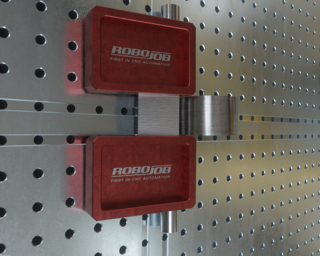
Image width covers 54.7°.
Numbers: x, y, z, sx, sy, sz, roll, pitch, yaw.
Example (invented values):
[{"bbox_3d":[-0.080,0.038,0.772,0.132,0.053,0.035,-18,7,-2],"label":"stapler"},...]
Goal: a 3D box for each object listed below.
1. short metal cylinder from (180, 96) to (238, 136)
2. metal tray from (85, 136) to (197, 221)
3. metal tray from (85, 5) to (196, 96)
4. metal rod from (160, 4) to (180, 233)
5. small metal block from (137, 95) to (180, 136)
[{"bbox_3d":[0.065,-0.016,0.424,0.081,0.080,0.050,0,90,-40],"label":"short metal cylinder"},{"bbox_3d":[-0.019,0.054,0.367,0.131,0.030,0.089,0,90,-28],"label":"metal tray"},{"bbox_3d":[-0.020,-0.085,0.366,0.131,0.030,0.089,0,90,-28],"label":"metal tray"},{"bbox_3d":[0.013,-0.013,0.415,0.025,0.025,0.298,0,90,-40],"label":"metal rod"},{"bbox_3d":[-0.003,-0.015,0.388,0.050,0.025,0.050,1,90,-9],"label":"small metal block"}]
